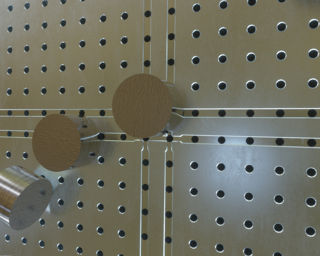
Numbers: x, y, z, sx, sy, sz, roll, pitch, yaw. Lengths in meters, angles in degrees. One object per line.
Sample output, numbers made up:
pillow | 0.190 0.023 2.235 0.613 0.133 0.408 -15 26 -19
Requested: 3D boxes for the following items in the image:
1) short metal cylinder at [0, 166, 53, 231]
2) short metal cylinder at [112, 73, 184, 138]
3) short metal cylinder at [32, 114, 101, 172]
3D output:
short metal cylinder | -0.207 0.102 0.456 0.050 0.080 0.080 22 97 18
short metal cylinder | -0.015 -0.027 0.404 0.080 0.050 0.080 0 90 20
short metal cylinder | -0.134 0.020 0.447 0.080 0.050 0.079 0 90 20
